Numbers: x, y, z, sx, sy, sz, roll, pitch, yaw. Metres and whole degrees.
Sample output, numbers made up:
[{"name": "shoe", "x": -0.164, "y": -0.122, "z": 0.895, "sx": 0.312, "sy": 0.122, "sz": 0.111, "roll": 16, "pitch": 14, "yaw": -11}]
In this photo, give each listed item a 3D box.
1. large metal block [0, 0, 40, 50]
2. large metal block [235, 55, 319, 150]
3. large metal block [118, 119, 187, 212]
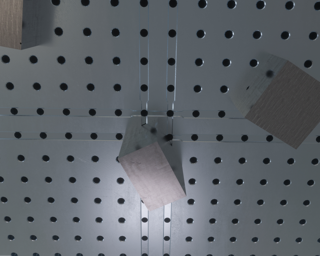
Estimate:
[{"name": "large metal block", "x": -0.185, "y": -0.138, "z": 0.348, "sx": 0.080, "sy": 0.050, "sz": 0.079, "roll": 10, "pitch": 110, "yaw": -4}, {"name": "large metal block", "x": 0.156, "y": -0.033, "z": 0.389, "sx": 0.080, "sy": 0.050, "sz": 0.080, "roll": 30, "pitch": 107, "yaw": -11}, {"name": "large metal block", "x": -0.008, "y": 0.045, "z": 0.400, "sx": 0.050, "sy": 0.080, "sz": 0.080, "roll": -25, "pitch": 108, "yaw": 9}]
